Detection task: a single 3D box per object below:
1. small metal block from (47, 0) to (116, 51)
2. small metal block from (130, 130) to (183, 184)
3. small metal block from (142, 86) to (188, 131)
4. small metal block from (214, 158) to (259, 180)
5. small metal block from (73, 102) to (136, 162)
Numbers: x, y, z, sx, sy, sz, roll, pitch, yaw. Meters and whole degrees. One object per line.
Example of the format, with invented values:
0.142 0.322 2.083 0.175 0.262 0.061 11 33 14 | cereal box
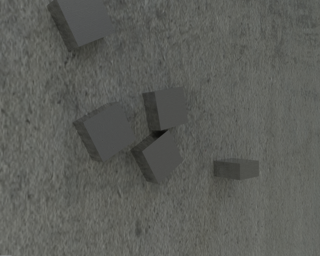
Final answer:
-0.084 -0.117 0.335 0.050 0.025 0.050 -35 112 -35 | small metal block
-0.003 0.036 0.404 0.050 0.025 0.050 -39 114 -33 | small metal block
0.008 -0.026 0.413 0.050 0.025 0.050 -16 100 -39 | small metal block
0.122 0.064 0.494 0.050 0.050 0.025 -1 91 -40 | small metal block
-0.062 0.004 0.354 0.050 0.025 0.050 -36 112 -34 | small metal block
